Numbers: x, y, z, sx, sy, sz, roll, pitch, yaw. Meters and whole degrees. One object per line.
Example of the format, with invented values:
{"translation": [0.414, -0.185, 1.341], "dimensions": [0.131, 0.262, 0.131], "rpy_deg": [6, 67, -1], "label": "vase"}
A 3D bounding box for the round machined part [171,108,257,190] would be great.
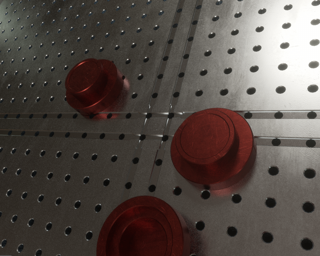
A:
{"translation": [0.057, 0.018, 0.356], "dimensions": [0.098, 0.042, 0.098], "rpy_deg": [-13, 56, 20], "label": "round machined part"}

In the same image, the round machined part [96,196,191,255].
{"translation": [-0.014, 0.125, 0.327], "dimensions": [0.098, 0.042, 0.098], "rpy_deg": [-13, 56, 20], "label": "round machined part"}

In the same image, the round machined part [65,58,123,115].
{"translation": [-0.112, -0.073, 0.499], "dimensions": [0.098, 0.042, 0.098], "rpy_deg": [-13, 56, 20], "label": "round machined part"}
